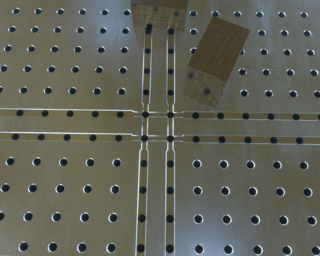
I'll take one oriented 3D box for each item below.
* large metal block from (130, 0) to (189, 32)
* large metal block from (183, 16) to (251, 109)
[{"bbox_3d":[0.004,-0.199,0.471,0.080,0.050,0.080,8,70,3],"label":"large metal block"},{"bbox_3d":[0.073,-0.085,0.414,0.050,0.080,0.080,24,72,8],"label":"large metal block"}]
